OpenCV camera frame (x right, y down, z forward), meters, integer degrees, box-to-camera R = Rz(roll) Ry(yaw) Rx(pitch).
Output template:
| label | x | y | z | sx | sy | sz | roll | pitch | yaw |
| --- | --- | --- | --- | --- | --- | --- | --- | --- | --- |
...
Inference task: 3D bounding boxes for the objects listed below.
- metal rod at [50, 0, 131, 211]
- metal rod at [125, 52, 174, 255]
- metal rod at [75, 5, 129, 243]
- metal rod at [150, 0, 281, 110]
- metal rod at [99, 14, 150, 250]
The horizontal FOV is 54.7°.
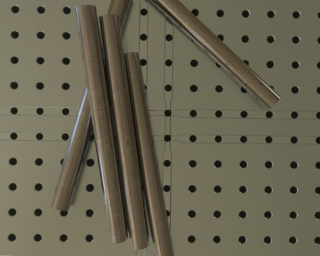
| label | x | y | z | sx | sy | sz | roll | pitch | yaw |
| --- | --- | --- | --- | --- | --- | --- | --- | --- | --- |
| metal rod | -0.091 | -0.038 | 0.412 | 0.025 | 0.025 | 0.298 | 16 | 90 | -1 |
| metal rod | -0.015 | 0.049 | 0.413 | 0.025 | 0.025 | 0.298 | -10 | 90 | 0 |
| metal rod | -0.072 | 0.001 | 0.394 | 0.025 | 0.025 | 0.298 | -7 | 97 | 0 |
| metal rod | 0.043 | -0.136 | 0.413 | 0.300 | 0.025 | 0.025 | 43 | 90 | -1 |
| metal rod | -0.045 | 0.009 | 0.399 | 0.025 | 0.025 | 0.298 | -7 | 96 | 0 |
